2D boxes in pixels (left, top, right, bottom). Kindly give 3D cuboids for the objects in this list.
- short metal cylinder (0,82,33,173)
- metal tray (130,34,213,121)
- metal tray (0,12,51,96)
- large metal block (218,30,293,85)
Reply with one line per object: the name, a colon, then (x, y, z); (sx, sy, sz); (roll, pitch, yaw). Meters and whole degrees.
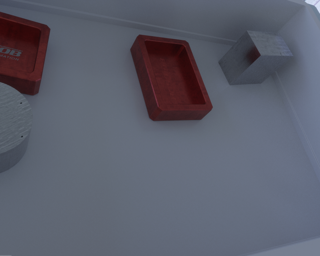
short metal cylinder: (-0.169, 0.000, 0.299); (0.081, 0.050, 0.080); (14, 56, -21)
metal tray: (0.016, -0.075, 0.457); (0.091, 0.030, 0.130); (-2, 63, -30)
metal tray: (-0.200, -0.094, 0.351); (0.131, 0.030, 0.090); (11, 57, -23)
large metal block: (0.163, -0.119, 0.533); (0.081, 0.080, 0.050); (-8, 66, -32)
